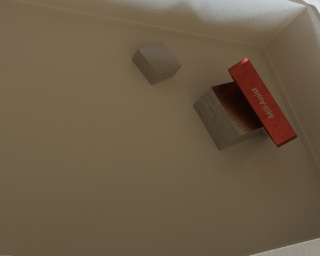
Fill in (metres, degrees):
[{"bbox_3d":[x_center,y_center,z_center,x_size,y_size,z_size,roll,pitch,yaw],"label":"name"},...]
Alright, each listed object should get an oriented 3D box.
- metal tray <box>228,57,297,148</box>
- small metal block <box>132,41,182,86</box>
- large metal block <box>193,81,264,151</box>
[{"bbox_3d":[0.150,-0.040,0.465,0.130,0.030,0.090,58,15,0],"label":"metal tray"},{"bbox_3d":[-0.005,-0.098,0.464,0.050,0.025,0.050,-30,79,-38],"label":"small metal block"},{"bbox_3d":[0.110,-0.022,0.464,0.081,0.050,0.080,-17,71,-35],"label":"large metal block"}]
